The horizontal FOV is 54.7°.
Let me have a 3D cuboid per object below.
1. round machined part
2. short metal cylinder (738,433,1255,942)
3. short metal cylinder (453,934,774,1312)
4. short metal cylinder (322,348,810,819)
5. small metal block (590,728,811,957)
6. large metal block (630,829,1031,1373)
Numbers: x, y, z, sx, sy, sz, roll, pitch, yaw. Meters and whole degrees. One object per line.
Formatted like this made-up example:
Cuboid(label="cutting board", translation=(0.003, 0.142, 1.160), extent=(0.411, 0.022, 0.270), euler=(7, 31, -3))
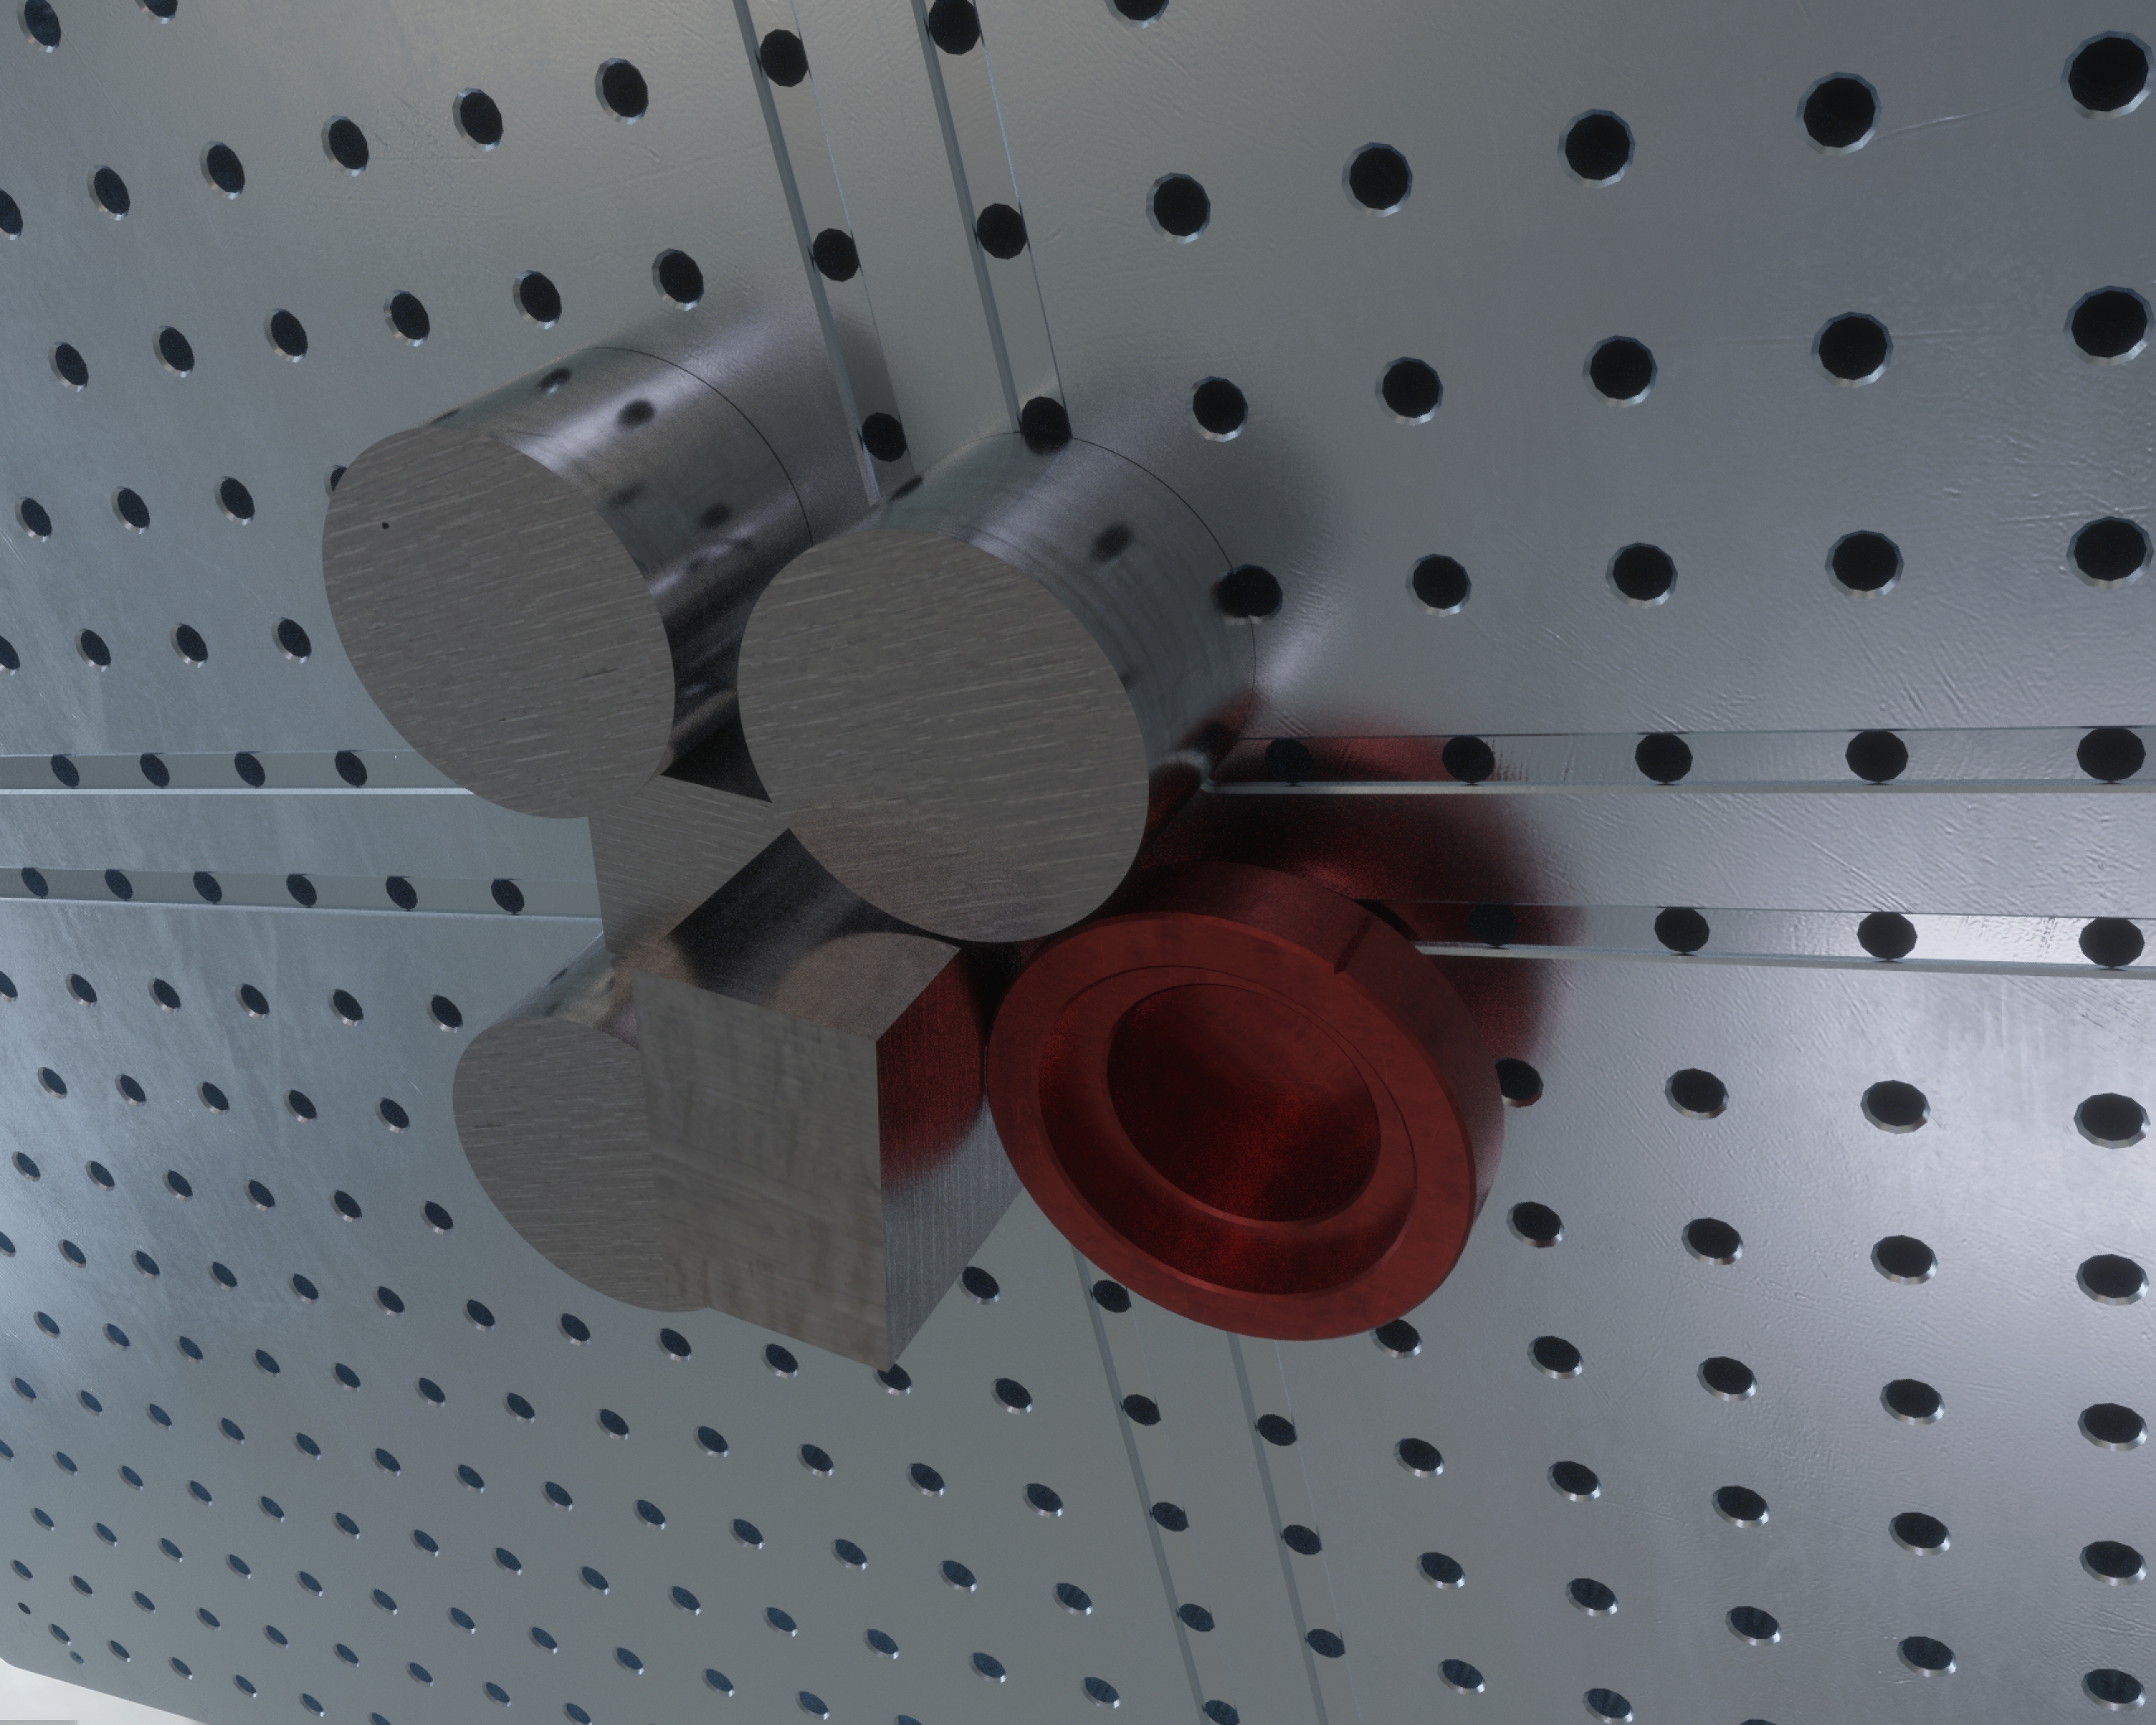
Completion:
Cuboid(label="round machined part", translation=(0.035, 0.042, 0.407), extent=(0.098, 0.042, 0.097), euler=(13, 124, 21))
Cuboid(label="short metal cylinder", translation=(-0.014, -0.032, 0.382), extent=(0.080, 0.050, 0.079), euler=(13, 124, 21))
Cuboid(label="short metal cylinder", translation=(-0.094, 0.056, 0.479), extent=(0.080, 0.050, 0.079), euler=(13, 124, 21))
Cuboid(label="short metal cylinder", translation=(-0.100, -0.055, 0.413), extent=(0.080, 0.050, 0.079), euler=(13, 124, 21))
Cuboid(label="small metal block", translation=(-0.076, -0.002, 0.450), extent=(0.050, 0.025, 0.050), euler=(14, 124, 20))
Cuboid(label="large metal block", translation=(-0.042, 0.039, 0.418), extent=(0.050, 0.080, 0.079), euler=(15, 125, 20))
